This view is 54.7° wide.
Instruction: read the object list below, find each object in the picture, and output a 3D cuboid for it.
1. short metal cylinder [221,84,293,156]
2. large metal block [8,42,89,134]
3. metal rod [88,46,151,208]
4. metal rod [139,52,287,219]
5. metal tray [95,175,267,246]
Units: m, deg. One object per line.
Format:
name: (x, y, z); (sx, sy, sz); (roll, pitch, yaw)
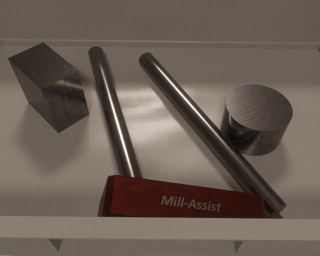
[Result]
short metal cylinder: (0.122, -0.011, 0.400); (0.081, 0.050, 0.080); (0, 50, 0)
large metal block: (-0.145, -0.053, 0.412); (0.050, 0.080, 0.080); (-37, 59, -27)
metal rod: (-0.061, -0.013, 0.415); (0.025, 0.025, 0.300); (-13, 51, -11)
metal rod: (0.051, -0.011, 0.414); (0.025, 0.025, 0.300); (-23, 54, -19)
metal tray: (0.013, 0.078, 0.275); (0.131, 0.090, 0.030); (10, 61, -11)
